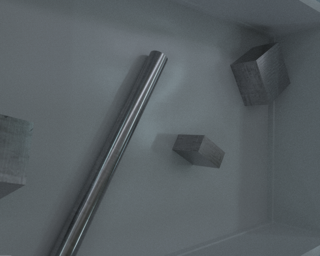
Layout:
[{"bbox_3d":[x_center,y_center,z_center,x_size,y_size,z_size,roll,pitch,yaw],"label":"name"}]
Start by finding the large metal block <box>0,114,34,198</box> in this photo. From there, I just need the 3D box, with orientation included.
[{"bbox_3d":[-0.155,0.022,0.234,0.080,0.080,0.050,19,57,-39],"label":"large metal block"}]

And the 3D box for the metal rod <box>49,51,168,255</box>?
[{"bbox_3d":[-0.059,0.036,0.358,0.025,0.025,0.300,37,67,-34],"label":"metal rod"}]

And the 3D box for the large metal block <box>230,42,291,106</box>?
[{"bbox_3d":[0.178,-0.094,0.542,0.080,0.050,0.080,-39,114,-33],"label":"large metal block"}]

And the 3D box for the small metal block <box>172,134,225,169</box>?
[{"bbox_3d":[0.055,0.033,0.439,0.050,0.050,0.025,38,67,-34],"label":"small metal block"}]
